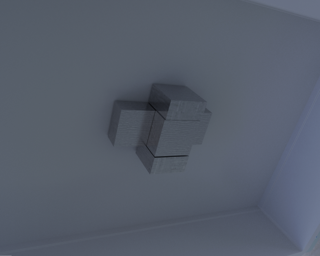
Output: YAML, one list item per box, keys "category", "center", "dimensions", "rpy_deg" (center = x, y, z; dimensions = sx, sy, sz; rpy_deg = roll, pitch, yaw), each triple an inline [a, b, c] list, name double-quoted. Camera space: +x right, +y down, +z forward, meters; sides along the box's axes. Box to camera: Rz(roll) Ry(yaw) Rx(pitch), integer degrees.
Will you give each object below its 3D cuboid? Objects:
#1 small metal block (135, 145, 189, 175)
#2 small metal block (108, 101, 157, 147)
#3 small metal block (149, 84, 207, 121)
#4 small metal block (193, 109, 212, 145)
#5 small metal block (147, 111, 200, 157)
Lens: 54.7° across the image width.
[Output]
- category: "small metal block"
  center: [0.002, 0.035, 0.411]
  dimensions: [0.050, 0.050, 0.025]
  rpy_deg: [0, 118, -29]
- category: "small metal block"
  center: [-0.033, -0.005, 0.385]
  dimensions: [0.050, 0.025, 0.050]
  rpy_deg: [1, 118, -29]
- category: "small metal block"
  center: [0.021, -0.032, 0.381]
  dimensions: [0.050, 0.050, 0.025]
  rpy_deg: [0, 118, -29]
- category: "small metal block"
  center: [0.037, -0.004, 0.424]
  dimensions: [0.050, 0.025, 0.050]
  rpy_deg: [0, 118, -29]
- category: "small metal block"
  center: [0.016, 0.007, 0.386]
  dimensions: [0.050, 0.025, 0.050]
  rpy_deg: [0, 118, -29]
